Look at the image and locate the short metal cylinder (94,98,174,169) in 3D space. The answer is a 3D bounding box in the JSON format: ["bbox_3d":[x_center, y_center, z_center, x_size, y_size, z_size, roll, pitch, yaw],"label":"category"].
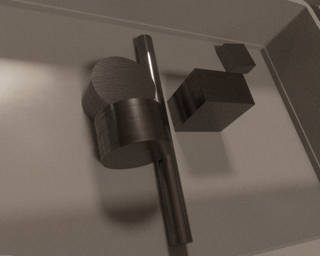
[{"bbox_3d":[-0.030,0.009,0.350,0.081,0.080,0.050,-1,63,-29],"label":"short metal cylinder"}]

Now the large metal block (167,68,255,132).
[{"bbox_3d":[0.068,-0.035,0.430,0.081,0.080,0.050,1,62,-28],"label":"large metal block"}]

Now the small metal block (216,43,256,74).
[{"bbox_3d":[0.137,-0.124,0.558,0.050,0.025,0.050,-9,67,-33],"label":"small metal block"}]

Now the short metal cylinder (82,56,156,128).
[{"bbox_3d":[-0.052,-0.042,0.388,0.081,0.050,0.080,14,56,-21],"label":"short metal cylinder"}]

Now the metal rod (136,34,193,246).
[{"bbox_3d":[0.000,-0.003,0.408,0.025,0.025,0.299,4,60,-27],"label":"metal rod"}]
